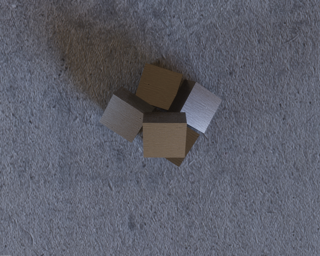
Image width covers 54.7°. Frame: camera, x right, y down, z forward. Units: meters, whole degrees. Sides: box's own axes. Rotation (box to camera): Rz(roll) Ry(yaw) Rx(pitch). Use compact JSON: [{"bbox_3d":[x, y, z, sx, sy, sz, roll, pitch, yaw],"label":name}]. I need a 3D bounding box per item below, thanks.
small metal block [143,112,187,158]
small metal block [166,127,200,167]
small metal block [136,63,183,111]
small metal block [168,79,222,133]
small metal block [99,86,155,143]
[{"bbox_3d":[0.005,0.008,0.375,0.050,0.025,0.050,0,123,-1],"label":"small metal block"},{"bbox_3d":[0.017,0.016,0.412,0.050,0.025,0.050,33,90,-1],"label":"small metal block"},{"bbox_3d":[-0.002,-0.053,0.411,0.050,0.025,0.050,17,90,-1],"label":"small metal block"},{"bbox_3d":[0.045,-0.028,0.401,0.050,0.025,0.050,28,90,-34],"label":"small metal block"},{"bbox_3d":[-0.043,-0.017,0.399,0.050,0.025,0.050,33,126,-2],"label":"small metal block"}]
